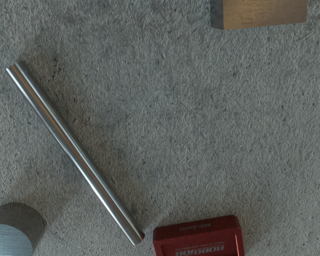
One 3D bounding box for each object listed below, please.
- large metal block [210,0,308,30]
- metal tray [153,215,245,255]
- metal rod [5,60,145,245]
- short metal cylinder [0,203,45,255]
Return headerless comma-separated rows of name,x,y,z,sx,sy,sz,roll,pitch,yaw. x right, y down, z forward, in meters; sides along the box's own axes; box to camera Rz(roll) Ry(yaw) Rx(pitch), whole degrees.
large metal block,0.100,-0.137,0.332,0.080,0.080,0.050,-5,110,1
metal tray,0.061,0.189,0.477,0.131,0.030,0.089,-11,110,3
metal rod,-0.106,0.046,0.425,0.025,0.025,0.299,-28,108,9
short metal cylinder,-0.217,0.157,0.451,0.081,0.050,0.079,0,110,-1
